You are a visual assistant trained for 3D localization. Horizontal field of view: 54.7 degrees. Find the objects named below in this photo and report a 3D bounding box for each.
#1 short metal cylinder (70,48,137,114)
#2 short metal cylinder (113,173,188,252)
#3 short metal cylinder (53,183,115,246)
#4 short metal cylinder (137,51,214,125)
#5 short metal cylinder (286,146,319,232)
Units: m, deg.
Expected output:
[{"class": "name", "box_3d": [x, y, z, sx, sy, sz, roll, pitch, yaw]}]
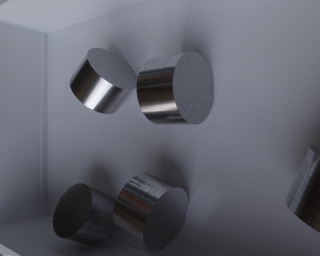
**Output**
[{"class": "short metal cylinder", "box_3d": [-0.078, -0.066, 0.436, 0.050, 0.081, 0.080, -46, 63, 30]}, {"class": "short metal cylinder", "box_3d": [-0.010, 0.101, 0.379, 0.050, 0.081, 0.079, 19, 102, 38]}, {"class": "short metal cylinder", "box_3d": [-0.112, 0.129, 0.463, 0.080, 0.050, 0.080, -22, 49, 28]}, {"class": "short metal cylinder", "box_3d": [0.019, -0.044, 0.355, 0.050, 0.081, 0.080, 0, 90, 40]}, {"class": "short metal cylinder", "box_3d": [0.150, 0.053, 0.247, 0.080, 0.081, 0.050, 29, 108, 36]}]
